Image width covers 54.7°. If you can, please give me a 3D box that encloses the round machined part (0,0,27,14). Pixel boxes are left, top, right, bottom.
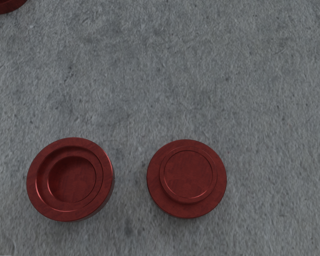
[{"bbox_3d":[-0.256,-0.229,0.480,0.099,0.042,0.098,0,70,-1],"label":"round machined part"}]

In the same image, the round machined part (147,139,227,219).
[{"bbox_3d":[0.033,0.060,0.378,0.099,0.042,0.098,0,70,-1],"label":"round machined part"}]

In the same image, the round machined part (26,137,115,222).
[{"bbox_3d":[-0.104,0.064,0.375,0.099,0.042,0.098,0,70,-1],"label":"round machined part"}]
